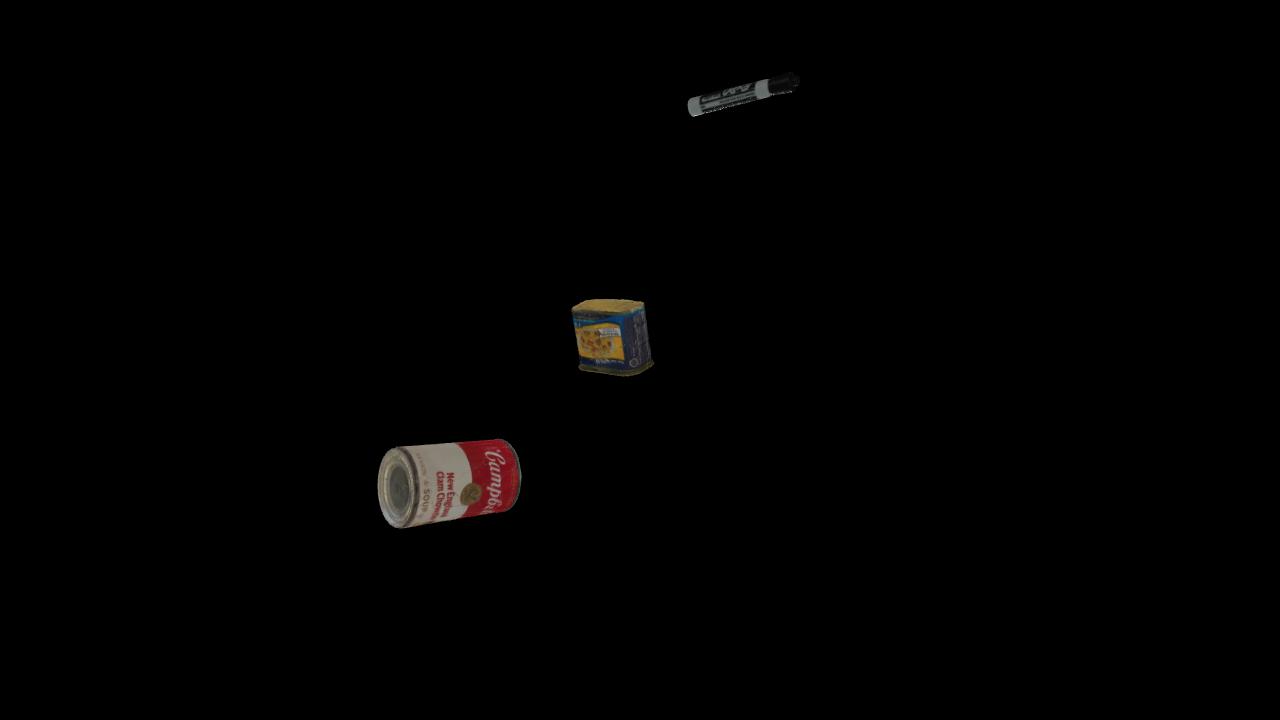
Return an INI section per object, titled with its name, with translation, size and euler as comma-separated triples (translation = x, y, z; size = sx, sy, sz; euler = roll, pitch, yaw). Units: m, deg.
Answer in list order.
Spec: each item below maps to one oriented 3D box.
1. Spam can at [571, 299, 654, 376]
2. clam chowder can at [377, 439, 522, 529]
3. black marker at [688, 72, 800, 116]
[Spam can]
translation = -0.037, -0.031, 0.796
size = 0.101, 0.085, 0.058
euler = 6, 24, 35
[clam chowder can]
translation = -0.164, 0.105, 0.535
size = 0.068, 0.068, 0.102
euler = 0, -2, 44
[black marker]
translation = 0.104, -0.270, 0.625
size = 0.121, 0.020, 0.020
euler = 2, 1, 37
